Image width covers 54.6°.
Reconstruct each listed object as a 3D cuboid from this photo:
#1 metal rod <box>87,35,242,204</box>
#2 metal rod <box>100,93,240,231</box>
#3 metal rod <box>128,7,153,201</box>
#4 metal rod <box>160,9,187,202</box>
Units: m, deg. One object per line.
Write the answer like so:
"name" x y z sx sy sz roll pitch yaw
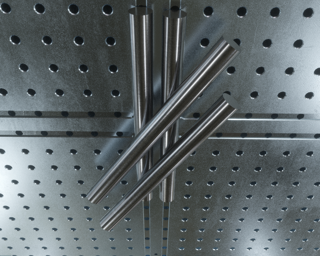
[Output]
"metal rod" -0.013 0.009 0.387 0.025 0.025 0.299 28 125 -22
"metal rod" -0.003 0.064 0.432 0.025 0.025 0.299 28 125 -22
"metal rod" -0.022 -0.004 0.408 0.025 0.025 0.298 0 130 -1
"metal rod" 0.013 -0.002 0.410 0.025 0.025 0.298 0 130 -1
